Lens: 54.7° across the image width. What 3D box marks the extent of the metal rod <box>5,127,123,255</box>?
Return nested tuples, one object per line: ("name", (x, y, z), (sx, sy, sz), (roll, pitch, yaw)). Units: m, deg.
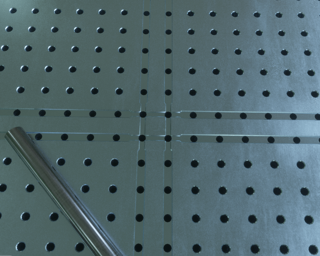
("metal rod", (-0.092, 0.112, 0.369), (0.025, 0.025, 0.300), (-40, 75, -13))
